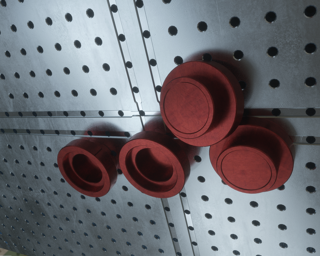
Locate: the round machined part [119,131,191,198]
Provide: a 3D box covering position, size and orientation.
[{"bbox_3d":[-0.004,0.046,0.429,0.098,0.042,0.097,13,124,20],"label":"round machined part"}]

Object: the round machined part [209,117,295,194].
[{"bbox_3d":[0.106,0.039,0.368,0.098,0.042,0.097,13,124,20],"label":"round machined part"}]

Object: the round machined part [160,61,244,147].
[{"bbox_3d":[0.039,-0.025,0.346,0.098,0.042,0.097,11,109,34],"label":"round machined part"}]

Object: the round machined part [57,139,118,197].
[{"bbox_3d":[-0.110,0.059,0.492,0.098,0.042,0.097,13,124,20],"label":"round machined part"}]
